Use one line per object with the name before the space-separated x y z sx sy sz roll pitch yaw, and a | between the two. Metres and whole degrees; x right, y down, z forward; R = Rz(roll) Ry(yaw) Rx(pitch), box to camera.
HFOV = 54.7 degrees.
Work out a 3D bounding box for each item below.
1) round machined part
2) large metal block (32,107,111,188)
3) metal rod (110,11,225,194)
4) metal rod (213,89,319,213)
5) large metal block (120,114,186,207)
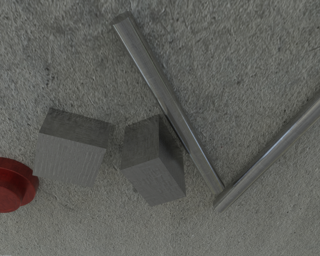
round machined part | -0.241 0.093 0.471 0.099 0.042 0.097 -1 130 0
large metal block | -0.117 0.028 0.413 0.081 0.050 0.079 15 128 -13
metal rod | 0.025 -0.009 0.400 0.025 0.025 0.299 -20 128 16
metal rod | 0.163 0.029 0.434 0.025 0.025 0.298 19 127 -16
large metal block | -0.007 0.043 0.407 0.050 0.080 0.080 -20 128 16
